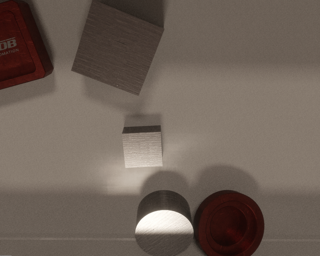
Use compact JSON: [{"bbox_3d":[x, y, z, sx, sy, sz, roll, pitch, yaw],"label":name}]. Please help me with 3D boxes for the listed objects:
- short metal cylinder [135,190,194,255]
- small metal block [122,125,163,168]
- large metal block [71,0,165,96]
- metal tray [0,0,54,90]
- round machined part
[{"bbox_3d":[0.006,0.138,0.449,0.081,0.050,0.079,0,110,-1],"label":"short metal cylinder"},{"bbox_3d":[-0.023,0.025,0.420,0.050,0.025,0.050,-3,110,0],"label":"small metal block"},{"bbox_3d":[-0.047,-0.094,0.363,0.080,0.050,0.079,20,109,-8],"label":"large metal block"},{"bbox_3d":[-0.209,-0.090,0.372,0.131,0.030,0.089,-14,110,4],"label":"metal tray"},{"bbox_3d":[0.094,0.137,0.442,0.099,0.042,0.097,0,90,-13],"label":"round machined part"}]
